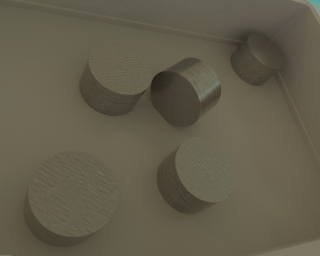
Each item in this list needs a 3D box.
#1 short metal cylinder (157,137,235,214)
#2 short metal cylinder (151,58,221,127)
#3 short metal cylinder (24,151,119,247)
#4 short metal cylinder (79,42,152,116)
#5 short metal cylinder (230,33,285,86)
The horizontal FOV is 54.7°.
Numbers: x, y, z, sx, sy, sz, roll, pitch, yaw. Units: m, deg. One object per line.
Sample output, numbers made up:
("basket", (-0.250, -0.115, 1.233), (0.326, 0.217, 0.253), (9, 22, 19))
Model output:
("short metal cylinder", (0.043, 0.058, 0.377), (0.081, 0.050, 0.080), (14, 56, -21))
("short metal cylinder", (0.034, -0.048, 0.418), (0.080, 0.080, 0.050), (48, 51, 5))
("short metal cylinder", (-0.086, 0.069, 0.301), (0.081, 0.050, 0.080), (14, 56, -21))
("short metal cylinder", (-0.057, -0.062, 0.396), (0.081, 0.050, 0.080), (14, 56, -21))
("short metal cylinder", (0.175, -0.123, 0.559), (0.081, 0.050, 0.080), (14, 56, -21))
